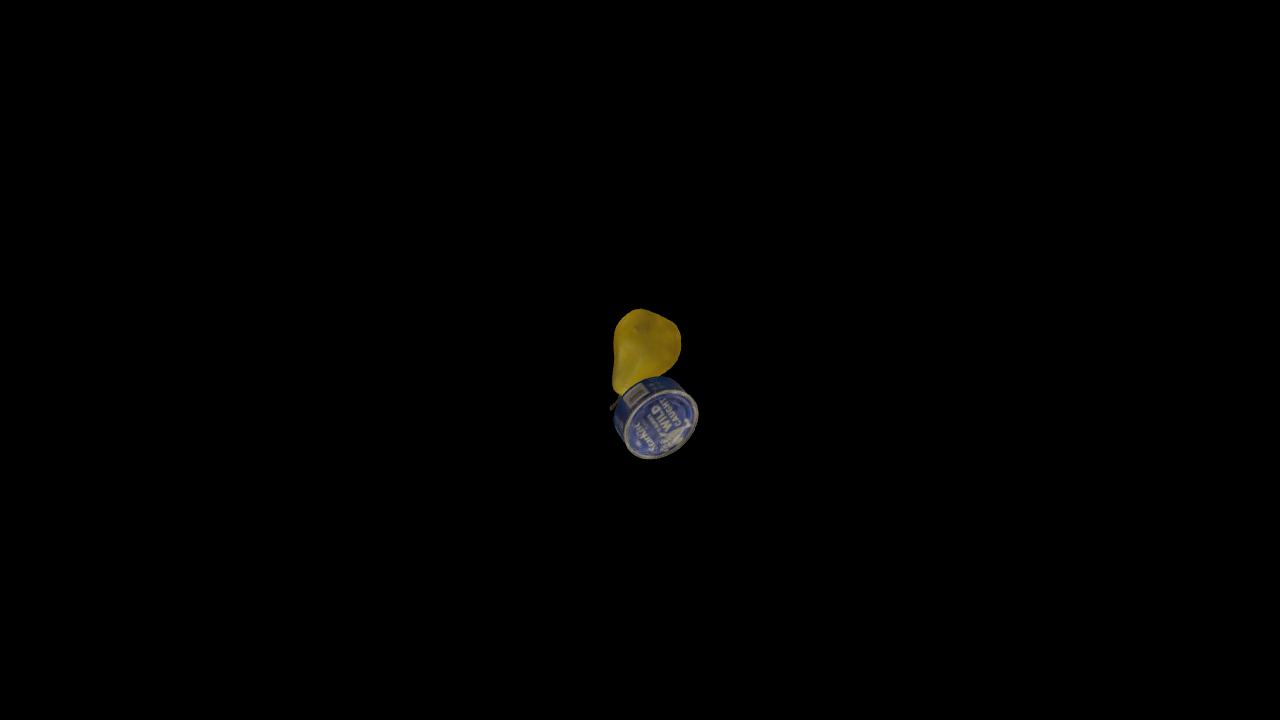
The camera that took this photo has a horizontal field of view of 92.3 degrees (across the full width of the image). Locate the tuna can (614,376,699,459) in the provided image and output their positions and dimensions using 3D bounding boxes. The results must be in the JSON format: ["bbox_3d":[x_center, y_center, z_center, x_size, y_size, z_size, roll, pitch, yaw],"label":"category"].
[{"bbox_3d":[0.016,0.059,0.636,0.084,0.084,0.034,0,28,-28],"label":"tuna can"}]

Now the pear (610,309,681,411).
[{"bbox_3d":[-0.002,0.003,0.653,0.080,0.111,0.080,25,4,-2],"label":"pear"}]
